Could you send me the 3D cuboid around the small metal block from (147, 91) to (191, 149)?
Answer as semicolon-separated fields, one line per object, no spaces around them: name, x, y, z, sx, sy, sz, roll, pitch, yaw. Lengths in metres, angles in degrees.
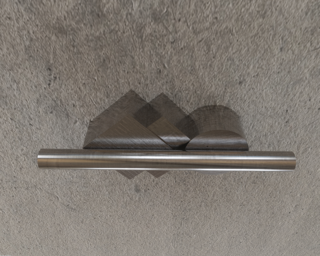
small metal block;0.011;-0.009;0.385;0.025;0.050;0.050;-35;122;26

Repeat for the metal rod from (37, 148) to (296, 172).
metal rod;0.009;0.039;0.374;0.302;0.025;0.025;1;130;-1

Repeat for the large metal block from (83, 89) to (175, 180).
large metal block;-0.038;0.011;0.399;0.080;0.050;0.080;-35;122;25

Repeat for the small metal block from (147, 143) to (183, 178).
small metal block;0.006;0.032;0.421;0.050;0.050;0.025;-35;122;25

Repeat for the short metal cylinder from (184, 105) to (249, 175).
short metal cylinder;0.070;0.016;0.406;0.081;0.050;0.079;0;130;0
